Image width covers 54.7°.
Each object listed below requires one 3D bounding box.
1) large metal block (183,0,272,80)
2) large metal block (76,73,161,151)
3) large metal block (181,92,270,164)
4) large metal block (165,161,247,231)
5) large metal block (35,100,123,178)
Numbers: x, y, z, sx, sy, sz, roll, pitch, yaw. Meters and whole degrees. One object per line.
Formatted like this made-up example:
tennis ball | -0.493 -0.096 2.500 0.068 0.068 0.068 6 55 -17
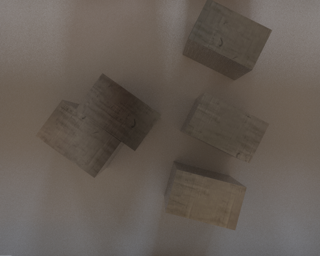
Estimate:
large metal block | 0.078 -0.105 0.385 0.080 0.080 0.050 26 90 -1
large metal block | -0.046 -0.018 0.383 0.080 0.080 0.050 36 90 -1
large metal block | 0.075 0.000 0.385 0.080 0.080 0.050 26 90 -1
large metal block | 0.051 0.080 0.385 0.080 0.080 0.050 15 90 -1
large metal block | -0.091 0.012 0.383 0.080 0.080 0.050 36 90 -1
